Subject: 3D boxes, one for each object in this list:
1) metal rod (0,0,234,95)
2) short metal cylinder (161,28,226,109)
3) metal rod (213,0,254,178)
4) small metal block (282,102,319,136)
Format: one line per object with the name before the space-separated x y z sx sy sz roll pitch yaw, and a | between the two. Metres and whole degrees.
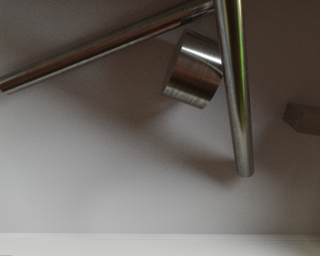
metal rod | -0.055 -0.104 0.372 0.301 0.025 0.025 -20 109 6
short metal cylinder | 0.038 -0.067 0.358 0.050 0.080 0.079 19 109 -7
metal rod | 0.083 -0.038 0.331 0.025 0.025 0.299 -16 136 5
small metal block | 0.194 -0.011 0.397 0.050 0.050 0.025 9 110 -4
